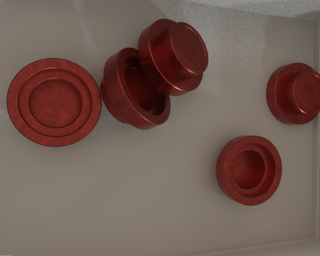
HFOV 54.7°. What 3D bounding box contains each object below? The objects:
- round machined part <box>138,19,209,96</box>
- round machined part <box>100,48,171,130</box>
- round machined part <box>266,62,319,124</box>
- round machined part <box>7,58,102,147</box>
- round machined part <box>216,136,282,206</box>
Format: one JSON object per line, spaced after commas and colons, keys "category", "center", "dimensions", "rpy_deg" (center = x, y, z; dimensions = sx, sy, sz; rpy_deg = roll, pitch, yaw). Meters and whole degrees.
{"category": "round machined part", "center": [0.024, -0.093, 0.390], "dimensions": [0.099, 0.042, 0.098], "rpy_deg": [17, 64, -40]}
{"category": "round machined part", "center": [-0.033, -0.043, 0.373], "dimensions": [0.098, 0.042, 0.098], "rpy_deg": [37, 42, -41]}
{"category": "round machined part", "center": [0.220, -0.054, 0.485], "dimensions": [0.099, 0.042, 0.097], "rpy_deg": [0, 90, -20]}
{"category": "round machined part", "center": [-0.120, -0.028, 0.358], "dimensions": [0.099, 0.042, 0.097], "rpy_deg": [0, 90, -21]}
{"category": "round machined part", "center": [0.124, 0.059, 0.449], "dimensions": [0.099, 0.042, 0.097], "rpy_deg": [0, 90, -21]}
